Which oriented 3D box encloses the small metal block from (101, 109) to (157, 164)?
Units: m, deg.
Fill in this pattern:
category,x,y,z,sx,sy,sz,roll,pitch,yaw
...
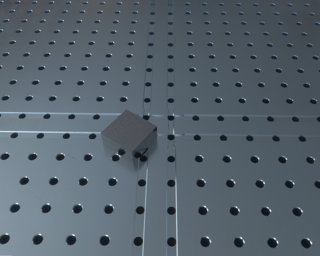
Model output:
category,x,y,z,sx,sy,sz,roll,pitch,yaw
small metal block,-0.039,0.010,0.399,0.050,0.025,0.050,29,56,22
